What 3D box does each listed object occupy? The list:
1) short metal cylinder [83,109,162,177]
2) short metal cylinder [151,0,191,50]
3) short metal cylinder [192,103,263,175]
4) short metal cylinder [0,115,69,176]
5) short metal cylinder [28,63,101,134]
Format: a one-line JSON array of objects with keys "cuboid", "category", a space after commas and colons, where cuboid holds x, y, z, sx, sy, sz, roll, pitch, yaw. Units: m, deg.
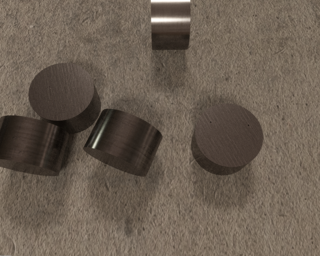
[{"cuboid": [-0.044, 0.019, 0.371, 0.080, 0.080, 0.050, 21, 71, 7], "category": "short metal cylinder"}, {"cuboid": [0.014, -0.151, 0.434, 0.050, 0.080, 0.080, -1, 70, -1], "category": "short metal cylinder"}, {"cuboid": [0.082, 0.016, 0.390, 0.081, 0.050, 0.080, 0, 70, 0], "category": "short metal cylinder"}, {"cuboid": [-0.155, 0.024, 0.368, 0.080, 0.080, 0.050, 8, 71, 2], "category": "short metal cylinder"}, {"cuboid": [-0.122, -0.038, 0.407, 0.081, 0.050, 0.080, 0, 70, 0], "category": "short metal cylinder"}]
